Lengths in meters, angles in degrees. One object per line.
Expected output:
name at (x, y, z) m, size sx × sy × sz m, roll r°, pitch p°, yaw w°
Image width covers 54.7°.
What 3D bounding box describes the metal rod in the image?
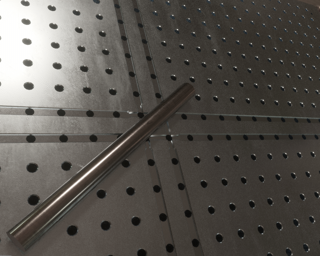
metal rod at (-0.043, 0.022, 0.372) m, size 0.025 × 0.025 × 0.302 m, roll 45°, pitch 51°, yaw 2°
